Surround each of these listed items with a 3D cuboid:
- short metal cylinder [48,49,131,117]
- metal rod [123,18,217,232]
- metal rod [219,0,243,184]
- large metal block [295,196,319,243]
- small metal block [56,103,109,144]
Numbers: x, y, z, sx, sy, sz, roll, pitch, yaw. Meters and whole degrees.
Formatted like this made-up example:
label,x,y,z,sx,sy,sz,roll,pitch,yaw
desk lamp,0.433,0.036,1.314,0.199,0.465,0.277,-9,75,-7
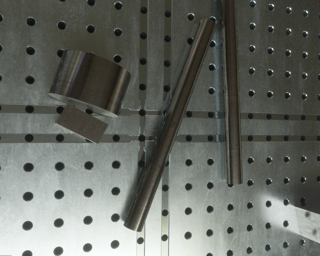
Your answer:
label,x,y,z,sx,sy,sz,roll,pitch,yaw
short metal cylinder,-0.079,-0.049,0.355,0.081,0.080,0.050,19,84,-19
metal rod,0.017,-0.009,0.419,0.025,0.025,0.299,23,82,-19
metal rod,0.103,-0.069,0.451,0.025,0.025,0.298,-3,91,-20
large metal block,0.278,0.145,0.489,0.081,0.080,0.050,-14,95,-20
small metal block,-0.094,-0.005,0.365,0.050,0.050,0.025,29,81,-18
